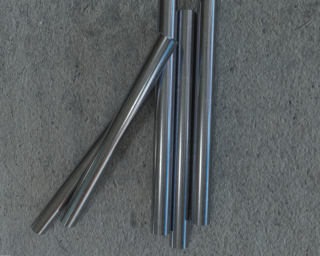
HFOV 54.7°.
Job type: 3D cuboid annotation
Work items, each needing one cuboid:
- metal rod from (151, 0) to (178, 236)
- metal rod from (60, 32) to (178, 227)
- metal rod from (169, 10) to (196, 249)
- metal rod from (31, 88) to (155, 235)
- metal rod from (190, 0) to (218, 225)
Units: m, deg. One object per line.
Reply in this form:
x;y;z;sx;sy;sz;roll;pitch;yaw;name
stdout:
0.006;-0.018;0.388;0.025;0.025;0.298;2;91;19;metal rod
-0.062;0.017;0.404;0.025;0.025;0.298;37;111;16;metal rod
0.029;0.002;0.397;0.025;0.025;0.298;2;91;19;metal rod
-0.093;0.039;0.440;0.025;0.025;0.299;42;103;15;metal rod
0.055;-0.030;0.388;0.025;0.025;0.298;2;91;19;metal rod
